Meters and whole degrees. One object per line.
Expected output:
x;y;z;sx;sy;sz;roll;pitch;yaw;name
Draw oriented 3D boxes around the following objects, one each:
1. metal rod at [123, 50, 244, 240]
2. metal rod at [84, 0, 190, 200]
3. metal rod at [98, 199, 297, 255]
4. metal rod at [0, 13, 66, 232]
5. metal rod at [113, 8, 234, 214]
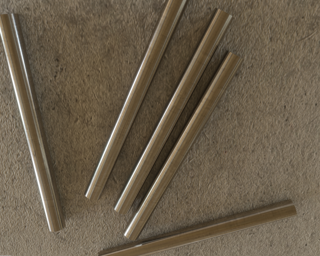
0.024;0.035;0.422;0.025;0.025;0.298;26;108;-9;metal rod
-0.035;-0.032;0.397;0.025;0.025;0.298;23;108;-8;metal rod
0.052;0.161;0.469;0.301;0.025;0.025;-17;109;6;metal rod
-0.166;0.007;0.410;0.025;0.025;0.298;-5;110;1;metal rod
0.009;-0.008;0.406;0.025;0.025;0.298;25;108;-9;metal rod
